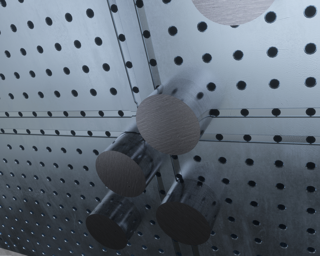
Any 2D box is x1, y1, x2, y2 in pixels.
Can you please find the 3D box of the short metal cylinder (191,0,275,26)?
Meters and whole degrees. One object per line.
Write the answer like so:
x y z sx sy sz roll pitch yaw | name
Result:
0.070 -0.137 0.273 0.080 0.050 0.079 13 124 20 | short metal cylinder

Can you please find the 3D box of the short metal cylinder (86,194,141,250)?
-0.080 0.162 0.535 0.080 0.050 0.079 13 124 20 | short metal cylinder

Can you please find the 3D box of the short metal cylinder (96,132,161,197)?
-0.045 0.053 0.450 0.080 0.050 0.079 13 124 20 | short metal cylinder

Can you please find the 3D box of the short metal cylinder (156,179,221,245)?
0.041 0.121 0.447 0.080 0.050 0.079 13 124 20 | short metal cylinder

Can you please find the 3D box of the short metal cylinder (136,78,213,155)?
0.018 -0.014 0.376 0.080 0.050 0.079 13 124 20 | short metal cylinder
